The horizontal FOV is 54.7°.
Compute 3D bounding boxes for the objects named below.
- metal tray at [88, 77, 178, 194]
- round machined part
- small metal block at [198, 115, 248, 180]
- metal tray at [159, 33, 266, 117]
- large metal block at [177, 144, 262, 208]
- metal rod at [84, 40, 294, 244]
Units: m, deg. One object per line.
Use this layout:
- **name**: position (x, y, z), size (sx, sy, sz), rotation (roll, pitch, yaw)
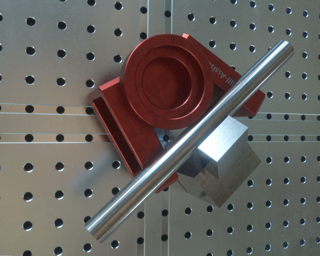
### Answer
- **metal tray**: position (-0.035, 0.008, 0.366), size (0.030, 0.090, 0.129), rotation (-31, 101, -18)
- **round machined part**: position (0.005, -0.047, 0.333), size (0.099, 0.042, 0.097), rotation (0, 90, -21)
- **small metal block**: position (0.070, 0.023, 0.339), size (0.025, 0.050, 0.050), rotation (37, 73, 29)
- **metal tray**: position (0.058, -0.061, 0.400), size (0.130, 0.090, 0.030), rotation (33, 80, -18)
- **large metal block**: position (0.069, 0.049, 0.407), size (0.080, 0.080, 0.050), rotation (-43, 104, -15)
- **metal rod**: position (0.044, 0.003, 0.334), size (0.301, 0.025, 0.025), rotation (-42, 104, -15)
